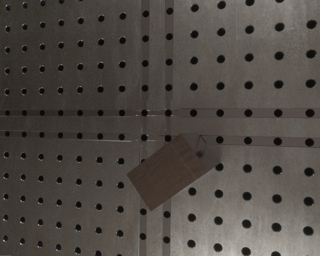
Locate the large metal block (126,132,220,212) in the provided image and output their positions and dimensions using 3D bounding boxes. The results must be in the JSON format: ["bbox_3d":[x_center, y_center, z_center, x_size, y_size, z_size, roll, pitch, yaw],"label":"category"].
[{"bbox_3d":[0.020,0.049,0.376,0.080,0.080,0.050,-38,78,16],"label":"large metal block"}]
